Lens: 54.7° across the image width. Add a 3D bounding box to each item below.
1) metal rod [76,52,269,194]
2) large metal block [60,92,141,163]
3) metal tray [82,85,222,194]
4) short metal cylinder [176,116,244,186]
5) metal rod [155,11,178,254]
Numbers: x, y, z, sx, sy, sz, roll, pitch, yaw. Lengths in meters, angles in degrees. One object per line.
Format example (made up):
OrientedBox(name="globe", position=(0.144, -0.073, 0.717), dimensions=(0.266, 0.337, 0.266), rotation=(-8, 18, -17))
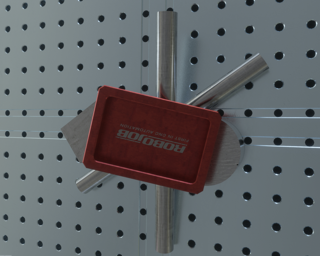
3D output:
OrientedBox(name="metal rod", position=(0.005, 0.002, 0.410), dimensions=(0.300, 0.025, 0.025), rotation=(-35, 79, 16))
OrientedBox(name="large metal block", position=(-0.065, -0.001, 0.404), dimensions=(0.080, 0.080, 0.050), rotation=(-35, 79, 16))
OrientedBox(name="metal tray", position=(-0.008, 0.012, 0.337), dimensions=(0.131, 0.030, 0.089), rotation=(13, 95, 0))
OrientedBox(name="short metal cylinder", position=(0.059, 0.026, 0.377), dimensions=(0.080, 0.050, 0.079), rotation=(0, 90, 19))
OrientedBox(name="metal rod", position=(0.007, 0.013, 0.385), dimensions=(0.025, 0.025, 0.298), rotation=(4, 101, 19))
